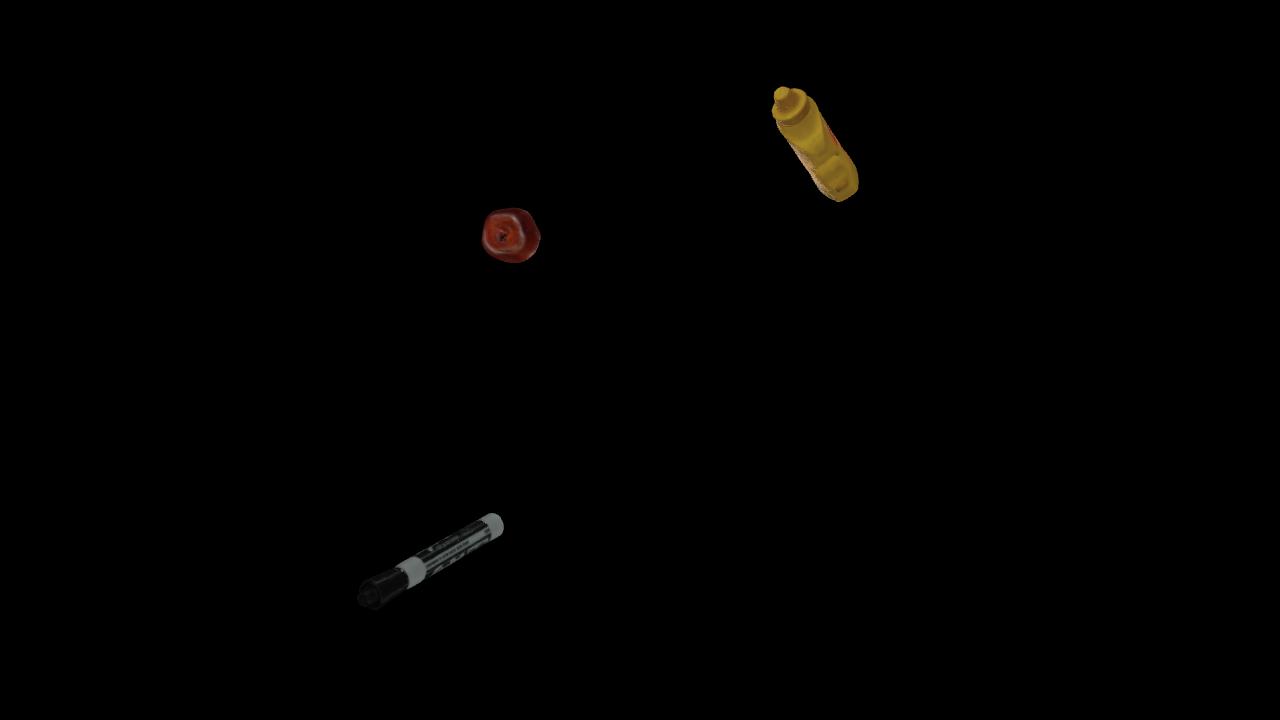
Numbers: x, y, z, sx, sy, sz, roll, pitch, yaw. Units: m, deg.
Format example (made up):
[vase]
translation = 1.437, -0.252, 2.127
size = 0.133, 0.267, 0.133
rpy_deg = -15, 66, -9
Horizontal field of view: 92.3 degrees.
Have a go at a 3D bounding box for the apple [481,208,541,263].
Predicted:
[apple]
translation = -0.176, -0.170, 0.843
size = 0.079, 0.079, 0.093
rpy_deg = 0, 12, 8

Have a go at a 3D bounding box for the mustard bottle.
[mustard bottle]
translation = 0.211, -0.274, 0.759
size = 0.054, 0.092, 0.184
rpy_deg = -27, -32, 28

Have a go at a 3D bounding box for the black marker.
[black marker]
translation = -0.136, 0.132, 0.412
size = 0.020, 0.020, 0.121
rpy_deg = 0, 7, 25
